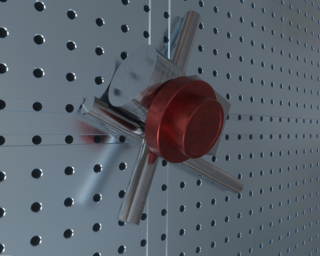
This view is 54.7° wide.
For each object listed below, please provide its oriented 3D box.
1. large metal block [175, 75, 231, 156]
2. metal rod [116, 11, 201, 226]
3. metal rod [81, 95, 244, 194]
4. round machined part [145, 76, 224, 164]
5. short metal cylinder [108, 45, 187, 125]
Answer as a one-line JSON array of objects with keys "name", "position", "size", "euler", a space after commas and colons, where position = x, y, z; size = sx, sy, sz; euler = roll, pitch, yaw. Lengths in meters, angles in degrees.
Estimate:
[{"name": "large metal block", "position": [0.045, -0.015, 0.428], "size": [0.080, 0.050, 0.080], "euler": [32, 70, -36]}, {"name": "metal rod", "position": [0.006, -0.030, 0.391], "size": [0.025, 0.025, 0.300], "euler": [35, 61, -35]}, {"name": "metal rod", "position": [0.025, 0.037, 0.431], "size": [0.301, 0.025, 0.025], "euler": [31, 71, -36]}, {"name": "round machined part", "position": [0.034, -0.005, 0.343], "size": [0.099, 0.042, 0.097], "euler": [-24, 127, -37]}, {"name": "short metal cylinder", "position": [-0.015, -0.049, 0.362], "size": [0.050, 0.080, 0.080], "euler": [32, 70, -36]}]
